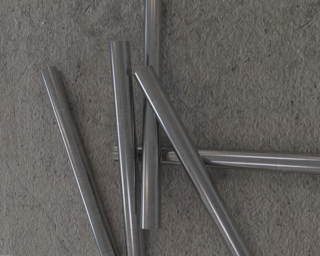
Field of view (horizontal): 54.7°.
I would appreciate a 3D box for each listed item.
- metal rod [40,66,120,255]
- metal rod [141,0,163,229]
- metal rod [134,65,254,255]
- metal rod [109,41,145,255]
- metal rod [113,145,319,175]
[{"bbox_3d":[-0.117,0.052,0.450,0.025,0.025,0.299,-23,83,18],"label":"metal rod"},{"bbox_3d":[-0.010,-0.028,0.393,0.025,0.025,0.298,-2,82,20],"label":"metal rod"},{"bbox_3d":[0.050,0.063,0.367,0.025,0.025,0.299,-28,90,18],"label":"metal rod"},{"bbox_3d":[-0.040,0.044,0.396,0.025,0.025,0.298,0,100,20],"label":"metal rod"},{"bbox_3d":[0.083,0.038,0.379,0.301,0.025,0.025,1,91,19],"label":"metal rod"}]
